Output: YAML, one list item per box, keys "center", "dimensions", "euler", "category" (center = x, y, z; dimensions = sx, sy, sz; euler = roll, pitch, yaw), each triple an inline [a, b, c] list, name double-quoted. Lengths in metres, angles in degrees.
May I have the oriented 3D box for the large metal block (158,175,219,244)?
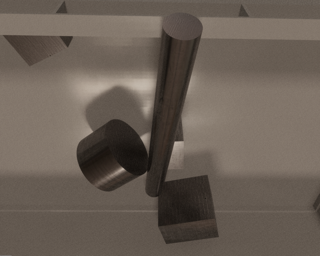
- center: [0.042, 0.125, 0.481]
  dimensions: [0.080, 0.080, 0.050]
  euler: [-11, 129, 8]
  category: "large metal block"

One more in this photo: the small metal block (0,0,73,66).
- center: [-0.129, -0.100, 0.322]
  dimensions: [0.050, 0.025, 0.050]
  euler: [-20, 128, 16]
  category: "small metal block"

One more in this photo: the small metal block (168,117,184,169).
- center: [0.017, 0.019, 0.409]
  dimensions: [0.025, 0.050, 0.050]
  euler: [-2, 130, 1]
  category: "small metal block"

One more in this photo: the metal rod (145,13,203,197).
- center: [0.003, 0.013, 0.320]
  dimensions: [0.025, 0.025, 0.299]
  euler: [3, 149, -3]
  category: "metal rod"

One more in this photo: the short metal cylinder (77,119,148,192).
- center: [-0.060, 0.035, 0.402]
  dimensions: [0.050, 0.080, 0.080]
  euler: [-32, 124, 24]
  category: "short metal cylinder"
